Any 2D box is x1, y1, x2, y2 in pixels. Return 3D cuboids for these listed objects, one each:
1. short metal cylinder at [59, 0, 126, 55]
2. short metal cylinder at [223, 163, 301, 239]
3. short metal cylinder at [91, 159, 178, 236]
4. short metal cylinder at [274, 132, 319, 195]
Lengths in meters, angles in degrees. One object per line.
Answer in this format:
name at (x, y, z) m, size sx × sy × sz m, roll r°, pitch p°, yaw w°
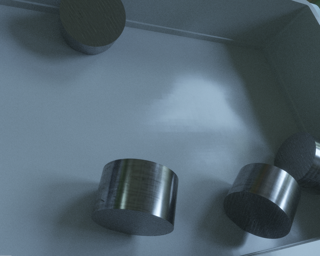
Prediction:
short metal cylinder at (-0.090, -0.141, 0.405) m, size 0.081 × 0.050 × 0.079 m, roll -1°, pitch 92°, yaw -19°
short metal cylinder at (0.126, 0.090, 0.383) m, size 0.080 × 0.080 × 0.050 m, roll 41°, pitch 51°, yaw 0°
short metal cylinder at (-0.023, 0.072, 0.313) m, size 0.080 × 0.080 × 0.050 m, roll 20°, pitch 54°, yaw -17°
short metal cylinder at (0.216, 0.052, 0.455) m, size 0.050 × 0.080 × 0.080 m, roll 24°, pitch 53°, yaw -14°
